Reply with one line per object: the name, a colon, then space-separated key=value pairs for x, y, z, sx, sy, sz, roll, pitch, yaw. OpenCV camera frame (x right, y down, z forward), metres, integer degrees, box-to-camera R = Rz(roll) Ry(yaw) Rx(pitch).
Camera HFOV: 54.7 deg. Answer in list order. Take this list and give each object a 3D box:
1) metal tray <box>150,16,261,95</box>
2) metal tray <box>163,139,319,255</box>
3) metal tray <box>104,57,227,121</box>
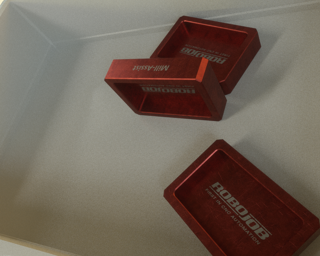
metal tray: x=0.060 y=-0.106 z=0.434 sx=0.130 sy=0.030 sz=0.090 roll=26 pitch=76 yaw=36
metal tray: x=0.076 y=0.082 z=0.311 sx=0.090 sy=0.030 sz=0.130 roll=-44 pitch=51 yaw=-3
metal tray: x=0.008 y=-0.047 z=0.387 sx=0.130 sy=0.090 sz=0.030 roll=6 pitch=65 yaw=30
